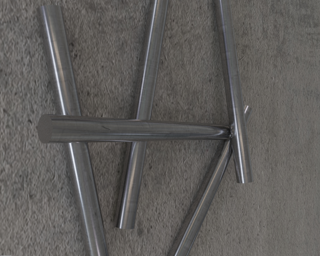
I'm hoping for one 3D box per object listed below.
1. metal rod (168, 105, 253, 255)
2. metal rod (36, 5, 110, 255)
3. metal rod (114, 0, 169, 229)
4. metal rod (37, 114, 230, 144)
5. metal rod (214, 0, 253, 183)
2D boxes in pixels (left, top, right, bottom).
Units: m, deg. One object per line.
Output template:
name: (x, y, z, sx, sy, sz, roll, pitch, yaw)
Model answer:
metal rod: (0.076, 0.088, 0.467, 0.025, 0.025, 0.300, 44, 63, -31)
metal rod: (-0.088, 0.026, 0.330, 0.025, 0.025, 0.298, -15, 100, -39)
metal rod: (-0.021, -0.029, 0.386, 0.025, 0.025, 0.299, 14, 81, -39)
metal rod: (0.002, 0.003, 0.374, 0.302, 0.025, 0.025, 2, 89, -49)
metal rod: (0.112, -0.066, 0.477, 0.025, 0.025, 0.298, -5, 87, -40)
